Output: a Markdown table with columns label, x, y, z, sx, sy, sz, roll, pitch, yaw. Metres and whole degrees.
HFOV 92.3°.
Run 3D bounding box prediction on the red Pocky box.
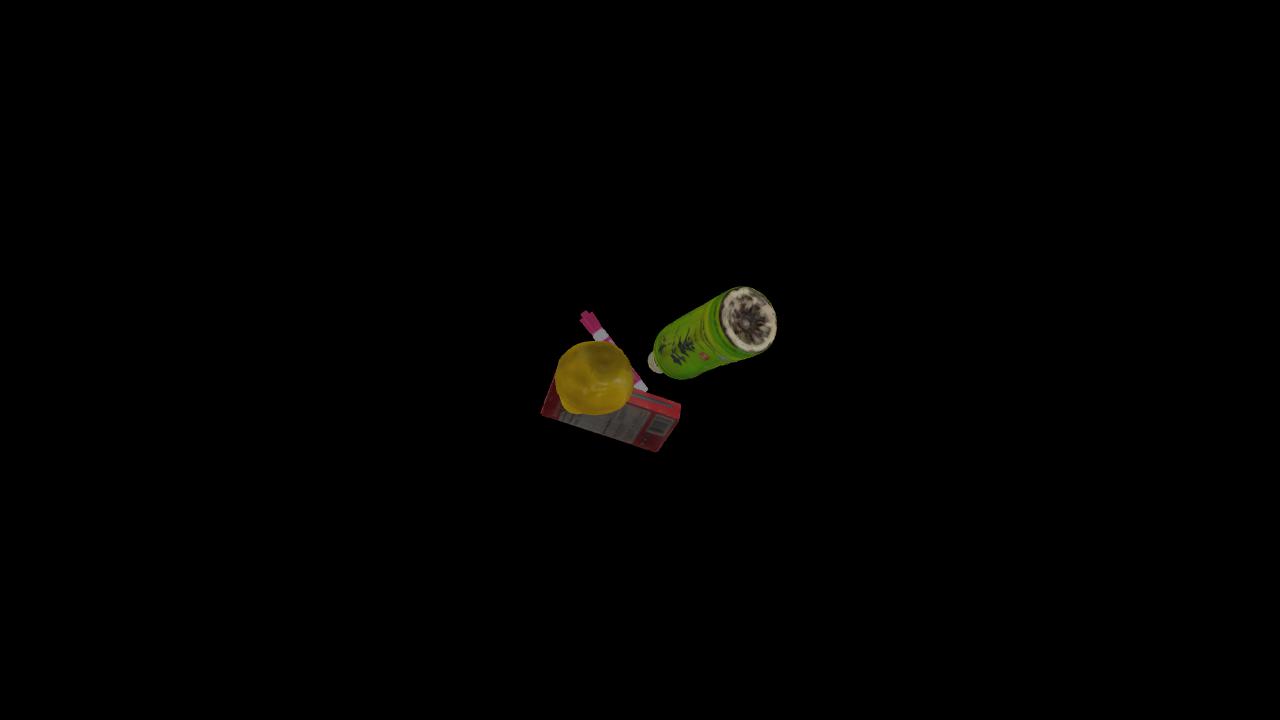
| label | x | y | z | sx | sy | sz | roll | pitch | yaw |
| --- | --- | --- | --- | --- | --- | --- | --- | --- | --- |
| red Pocky box | -0.036 | 0.059 | 0.738 | 0.155 | 0.028 | 0.083 | 19 | -41 | -8 |

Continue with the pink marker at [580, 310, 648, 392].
| label | x | y | z | sx | sy | sz | roll | pitch | yaw |
| --- | --- | --- | --- | --- | --- | --- | --- | --- | --- |
| pink marker | -0.032 | -0.008 | 0.735 | 0.020 | 0.121 | 0.020 | -36 | 2 | 1 |

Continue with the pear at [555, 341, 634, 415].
| label | x | y | z | sx | sy | sz | roll | pitch | yaw |
| --- | --- | --- | --- | --- | --- | --- | --- | --- | --- |
| pear | -0.052 | 0.031 | 0.630 | 0.080 | 0.080 | 0.111 | 0 | -33 | -20 |

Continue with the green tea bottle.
| label | x | y | z | sx | sy | sz | roll | pitch | yaw |
| --- | --- | --- | --- | --- | --- | --- | --- | --- | --- |
| green tea bottle | 0.065 | -0.019 | 0.681 | 0.073 | 0.073 | 0.212 | 0 | -11 | -22 |
